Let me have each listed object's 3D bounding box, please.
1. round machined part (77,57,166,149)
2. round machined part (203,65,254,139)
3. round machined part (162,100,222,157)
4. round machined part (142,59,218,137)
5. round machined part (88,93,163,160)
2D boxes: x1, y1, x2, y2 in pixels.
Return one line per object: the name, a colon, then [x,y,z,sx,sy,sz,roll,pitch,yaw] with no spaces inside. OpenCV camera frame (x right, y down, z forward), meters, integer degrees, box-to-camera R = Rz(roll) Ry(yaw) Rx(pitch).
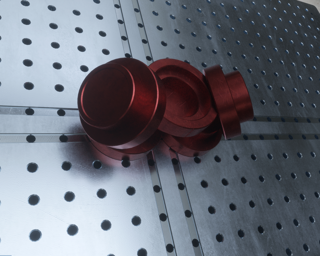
round machined part: [-0.047,-0.029,0.326,0.042,0.098,0.098,28,39,-62]
round machined part: [0.091,-0.037,0.405,0.042,0.098,0.098,-18,65,8]
round machined part: [0.047,-0.013,0.432,0.099,0.042,0.098,14,56,-21]
round machined part: [0.017,-0.032,0.372,0.099,0.042,0.098,14,56,-21]
round machined part: [-0.040,-0.013,0.384,0.099,0.042,0.098,14,56,-21]
